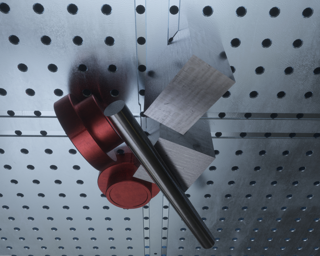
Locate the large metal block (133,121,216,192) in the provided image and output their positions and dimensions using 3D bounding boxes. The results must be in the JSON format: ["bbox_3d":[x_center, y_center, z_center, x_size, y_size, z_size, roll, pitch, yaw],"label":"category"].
[{"bbox_3d":[0.017,0.036,0.426,0.080,0.050,0.080,21,127,-17],"label":"large metal block"}]

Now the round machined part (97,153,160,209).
[{"bbox_3d":[-0.046,0.087,0.474,0.099,0.042,0.097,0,130,0],"label":"round machined part"}]

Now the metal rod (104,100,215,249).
[{"bbox_3d":[0.015,0.082,0.415,0.025,0.025,0.299,-20,128,16],"label":"metal rod"}]

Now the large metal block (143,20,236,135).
[{"bbox_3d":[0.027,-0.054,0.330,0.050,0.080,0.080,28,125,-22],"label":"large metal block"}]

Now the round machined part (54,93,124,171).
[{"bbox_3d":[-0.078,-0.001,0.368,0.042,0.098,0.098,-34,126,-2],"label":"round machined part"}]
